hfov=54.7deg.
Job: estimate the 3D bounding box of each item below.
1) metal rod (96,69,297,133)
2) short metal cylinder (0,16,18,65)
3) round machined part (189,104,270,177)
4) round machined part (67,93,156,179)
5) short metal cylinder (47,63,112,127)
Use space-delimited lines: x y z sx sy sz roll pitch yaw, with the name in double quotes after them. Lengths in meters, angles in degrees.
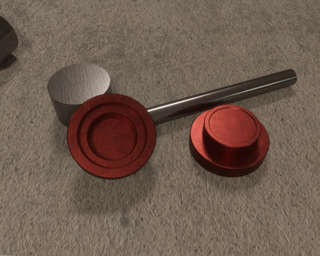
0.059 -0.036 0.434 0.302 0.025 0.025 -16 52 -14 "metal rod"
-0.271 -0.137 0.479 0.080 0.080 0.050 12 51 9 "short metal cylinder"
0.087 0.009 0.386 0.099 0.042 0.098 0 50 0 "round machined part"
-0.056 0.012 0.365 0.099 0.042 0.098 3 76 -10 "round machined part"
-0.106 -0.043 0.422 0.081 0.050 0.080 0 50 0 "short metal cylinder"
